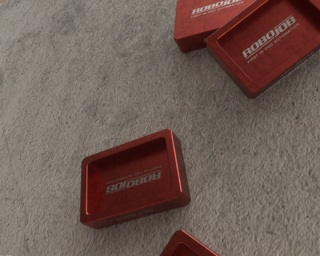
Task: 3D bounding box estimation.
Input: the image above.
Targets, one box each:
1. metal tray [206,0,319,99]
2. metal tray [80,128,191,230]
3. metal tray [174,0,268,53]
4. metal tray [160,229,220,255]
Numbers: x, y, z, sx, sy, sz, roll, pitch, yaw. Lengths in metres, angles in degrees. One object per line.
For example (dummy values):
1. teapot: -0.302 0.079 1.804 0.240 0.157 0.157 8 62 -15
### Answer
1. metal tray: 0.134 -0.109 0.375 0.130 0.030 0.090 -38 75 3
2. metal tray: -0.034 0.063 0.379 0.130 0.030 0.090 -20 54 16
3. metal tray: 0.088 -0.168 0.457 0.130 0.030 0.090 -9 58 23
4. metal tray: 0.020 0.174 0.283 0.090 0.030 0.130 27 76 37
